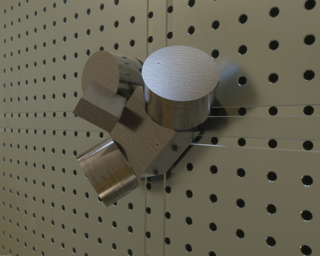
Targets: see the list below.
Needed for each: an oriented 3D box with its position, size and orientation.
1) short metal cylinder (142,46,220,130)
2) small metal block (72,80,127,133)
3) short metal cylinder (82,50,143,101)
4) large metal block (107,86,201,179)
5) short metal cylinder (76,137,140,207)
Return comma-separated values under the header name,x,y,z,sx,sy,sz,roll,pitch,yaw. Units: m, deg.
name,x,y,z,sx,sy,sz,roll,pitch,yaw
short metal cylinder,0.021,-0.045,0.342,0.080,0.081,0.050,51,158,28
small metal block,-0.073,-0.028,0.384,0.025,0.050,0.050,-53,16,29
short metal cylinder,-0.067,-0.066,0.444,0.080,0.050,0.079,0,90,40
large metal block,-0.010,0.005,0.394,0.080,0.050,0.080,52,120,27
short metal cylinder,-0.070,0.059,0.419,0.050,0.080,0.080,-32,70,-13
